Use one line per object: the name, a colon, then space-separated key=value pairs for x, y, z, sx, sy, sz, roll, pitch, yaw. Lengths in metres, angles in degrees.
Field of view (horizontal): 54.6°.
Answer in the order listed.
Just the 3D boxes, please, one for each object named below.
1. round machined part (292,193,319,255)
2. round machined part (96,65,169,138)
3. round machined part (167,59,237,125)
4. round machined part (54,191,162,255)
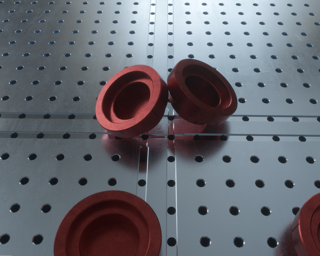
round machined part: x=0.179 y=0.114 z=0.302 sx=0.099 sy=0.042 sz=0.098 roll=0 pitch=50 yaw=0
round machined part: x=-0.032 y=-0.031 z=0.405 sx=0.098 sy=0.042 sz=0.098 roll=-14 pitch=57 yaw=24
round machined part: x=0.052 y=-0.043 z=0.416 sx=0.099 sy=0.042 sz=0.098 roll=19 pitch=46 yaw=-21
round machined part: x=-0.047 y=0.114 z=0.301 sx=0.099 sy=0.042 sz=0.098 roll=0 pitch=50 yaw=0
